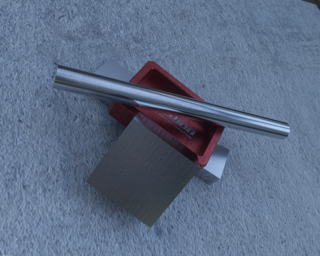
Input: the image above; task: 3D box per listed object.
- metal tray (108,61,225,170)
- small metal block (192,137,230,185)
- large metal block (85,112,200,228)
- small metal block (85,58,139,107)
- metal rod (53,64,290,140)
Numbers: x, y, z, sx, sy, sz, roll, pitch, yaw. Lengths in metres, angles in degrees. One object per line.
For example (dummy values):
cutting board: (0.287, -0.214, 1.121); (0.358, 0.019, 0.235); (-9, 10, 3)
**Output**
metal tray: (0.013, -0.015, 0.387); (0.130, 0.030, 0.090); (37, 51, -3)
small metal block: (0.060, 0.040, 0.415); (0.050, 0.025, 0.050); (33, 51, -7)
large metal block: (-0.016, 0.041, 0.326); (0.080, 0.080, 0.050); (37, 9, -4)
small metal block: (-0.062, -0.057, 0.407); (0.050, 0.025, 0.050); (38, 51, -3)
metal rod: (0.032, -0.024, 0.368); (0.302, 0.025, 0.025); (12, 57, -22)
